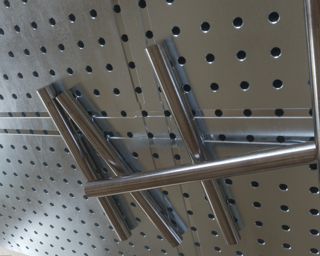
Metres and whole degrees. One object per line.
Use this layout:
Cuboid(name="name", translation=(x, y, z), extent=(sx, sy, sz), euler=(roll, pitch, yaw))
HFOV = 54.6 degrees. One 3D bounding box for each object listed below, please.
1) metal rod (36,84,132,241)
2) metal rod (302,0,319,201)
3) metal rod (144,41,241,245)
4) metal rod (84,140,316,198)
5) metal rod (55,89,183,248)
Cuboid(name="metal rod", translation=(-0.119, 0.068, 0.516), extent=(0.025, 0.025, 0.299), euler=(-10, 113, 32))
Cuboid(name="metal rod", translation=(0.166, 0.007, 0.306), extent=(0.025, 0.025, 0.298), euler=(-4, 110, 30))
Cuboid(name="metal rod", translation=(0.050, 0.033, 0.405), extent=(0.025, 0.025, 0.299), euler=(-11, 113, 33))
Cuboid(name="metal rod", translation=(0.036, 0.057, 0.391), extent=(0.300, 0.025, 0.025), euler=(-13, 112, 21))
Cuboid(name="metal rod", translation=(-0.058, 0.069, 0.484), extent=(0.025, 0.025, 0.300), euler=(-27, 104, 37))
